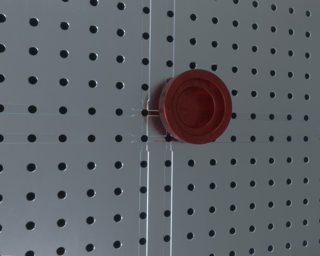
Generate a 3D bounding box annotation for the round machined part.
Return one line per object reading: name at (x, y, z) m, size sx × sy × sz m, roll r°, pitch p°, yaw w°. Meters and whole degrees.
round machined part at (0.044, -0.028, 0.420) m, size 0.099 × 0.042 × 0.097 m, roll 0°, pitch 90°, yaw -20°
